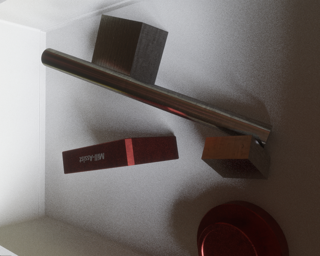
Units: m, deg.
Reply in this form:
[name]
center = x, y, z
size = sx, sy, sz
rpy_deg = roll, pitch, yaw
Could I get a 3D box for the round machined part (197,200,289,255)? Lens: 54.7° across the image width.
[round machined part]
center = 0.080, 0.130, 0.329
size = 0.098, 0.042, 0.097
rpy_deg = 0, 90, 39

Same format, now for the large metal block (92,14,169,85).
[large metal block]
center = -0.044, -0.104, 0.425
size = 0.080, 0.050, 0.079
rpy_deg = 25, 106, 37

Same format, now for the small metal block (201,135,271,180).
[small metal block]
center = 0.079, 0.031, 0.320
size = 0.050, 0.050, 0.025
rpy_deg = -5, 57, 39

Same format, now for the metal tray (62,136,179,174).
[metal tray]
center = -0.053, 0.036, 0.405
size = 0.130, 0.091, 0.030
rpy_deg = -12, 82, 39

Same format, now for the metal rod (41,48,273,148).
[metal rod]
center = -0.020, -0.043, 0.368
size = 0.301, 0.025, 0.025
rpy_deg = 22, 104, 20
